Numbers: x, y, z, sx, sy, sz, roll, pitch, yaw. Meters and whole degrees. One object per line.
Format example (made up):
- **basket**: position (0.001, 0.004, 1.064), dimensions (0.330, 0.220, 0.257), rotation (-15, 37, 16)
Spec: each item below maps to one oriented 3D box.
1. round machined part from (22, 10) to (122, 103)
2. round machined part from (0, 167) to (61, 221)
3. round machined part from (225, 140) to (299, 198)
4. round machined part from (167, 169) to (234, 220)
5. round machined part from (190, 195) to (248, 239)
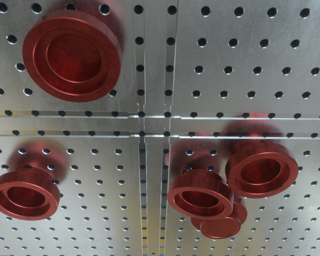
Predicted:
- **round machined part**: position (-0.090, -0.078, 0.332), dimensions (0.099, 0.042, 0.097), rotation (0, 130, 0)
- **round machined part**: position (-0.205, 0.099, 0.482), dimensions (0.099, 0.042, 0.097), rotation (-1, 130, 0)
- **round machined part**: position (0.144, 0.056, 0.450), dimensions (0.099, 0.042, 0.097), rotation (-1, 130, -1)
- **round machined part**: position (0.063, 0.098, 0.474), dimensions (0.098, 0.042, 0.097), rotation (10, 140, 9)
- **round machined part**: position (0.102, 0.156, 0.535), dimensions (0.099, 0.042, 0.097), rotation (-1, 130, 0)
